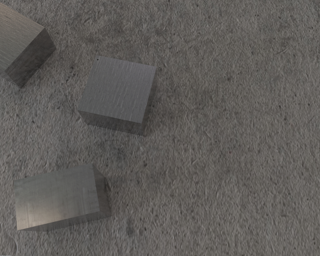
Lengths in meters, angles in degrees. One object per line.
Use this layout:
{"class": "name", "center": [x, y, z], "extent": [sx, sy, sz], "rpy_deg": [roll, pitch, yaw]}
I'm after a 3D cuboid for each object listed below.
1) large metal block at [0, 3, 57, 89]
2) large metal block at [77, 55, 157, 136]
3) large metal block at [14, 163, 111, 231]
{"class": "large metal block", "center": [-0.210, -0.115, 0.435], "extent": [0.080, 0.050, 0.080], "rpy_deg": [31, 73, 10]}
{"class": "large metal block", "center": [-0.052, -0.042, 0.410], "extent": [0.080, 0.050, 0.080], "rpy_deg": [12, 70, 4]}
{"class": "large metal block", "center": [-0.104, 0.081, 0.348], "extent": [0.081, 0.080, 0.050], "rpy_deg": [-12, 71, -5]}
